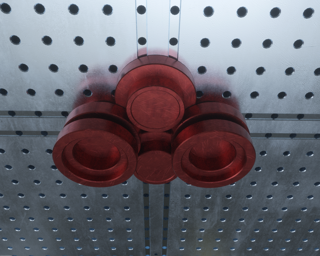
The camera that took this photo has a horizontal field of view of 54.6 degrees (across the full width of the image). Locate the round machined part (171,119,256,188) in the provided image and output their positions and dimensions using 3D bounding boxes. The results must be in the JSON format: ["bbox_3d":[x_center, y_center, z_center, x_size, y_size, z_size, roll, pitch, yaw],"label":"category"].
[{"bbox_3d":[0.063,0.027,0.381,0.099,0.042,0.097,0,130,0],"label":"round machined part"}]

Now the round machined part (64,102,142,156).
[{"bbox_3d":[-0.073,0.005,0.403,0.099,0.042,0.097,0,130,0],"label":"round machined part"}]

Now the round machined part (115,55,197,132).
[{"bbox_3d":[-0.005,-0.033,0.371,0.099,0.042,0.097,0,130,0],"label":"round machined part"}]

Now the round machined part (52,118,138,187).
[{"bbox_3d":[-0.076,0.025,0.378,0.099,0.042,0.097,0,130,0],"label":"round machined part"}]

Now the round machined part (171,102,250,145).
[{"bbox_3d":[0.063,0.005,0.404,0.099,0.042,0.097,0,130,0],"label":"round machined part"}]

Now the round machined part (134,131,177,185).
[{"bbox_3d":[-0.005,0.042,0.435,0.099,0.042,0.097,0,130,0],"label":"round machined part"}]
